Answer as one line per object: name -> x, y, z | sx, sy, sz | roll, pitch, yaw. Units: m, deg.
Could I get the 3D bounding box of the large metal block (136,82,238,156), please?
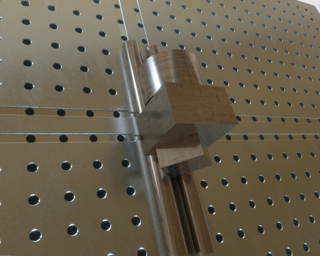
large metal block -> 0.028, -0.008, 0.363 | 0.081, 0.080, 0.050 | 0, 62, -29

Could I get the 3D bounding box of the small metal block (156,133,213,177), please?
small metal block -> 0.029, 0.033, 0.360 | 0.050, 0.050, 0.025 | 46, 27, -62

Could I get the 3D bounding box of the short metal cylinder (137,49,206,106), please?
short metal cylinder -> 0.016, -0.052, 0.387 | 0.081, 0.080, 0.050 | 1, 62, -28

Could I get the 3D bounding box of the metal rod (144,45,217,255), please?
metal rod -> 0.020, 0.012, 0.415 | 0.025, 0.025, 0.299 | 1, 61, -28

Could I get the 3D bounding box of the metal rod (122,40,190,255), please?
metal rod -> -0.012, 0.008, 0.399 | 0.025, 0.025, 0.299 | 1, 61, -28
